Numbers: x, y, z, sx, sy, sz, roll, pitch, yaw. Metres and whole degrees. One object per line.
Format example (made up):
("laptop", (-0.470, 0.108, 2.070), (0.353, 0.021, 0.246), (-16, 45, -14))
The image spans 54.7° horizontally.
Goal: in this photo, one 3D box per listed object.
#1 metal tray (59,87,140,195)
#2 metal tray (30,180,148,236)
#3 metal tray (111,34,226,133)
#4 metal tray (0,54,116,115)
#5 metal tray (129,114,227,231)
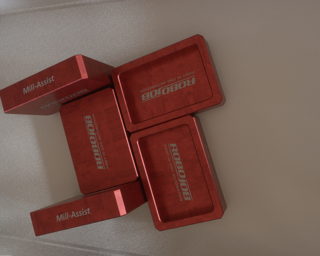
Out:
("metal tray", (-0.081, 0.019, 0.432), (0.090, 0.030, 0.129), (-18, 84, 18))
("metal tray", (-0.086, 0.100, 0.402), (0.130, 0.090, 0.030), (-18, 84, 18))
("metal tray", (0.009, -0.054, 0.402), (0.130, 0.030, 0.090), (-18, 84, 18))
("metal tray", (-0.132, -0.053, 0.417), (0.130, 0.090, 0.030), (-19, 84, 18))
("metal tray", (0.022, 0.057, 0.397), (0.090, 0.030, 0.129), (-18, 84, 18))
